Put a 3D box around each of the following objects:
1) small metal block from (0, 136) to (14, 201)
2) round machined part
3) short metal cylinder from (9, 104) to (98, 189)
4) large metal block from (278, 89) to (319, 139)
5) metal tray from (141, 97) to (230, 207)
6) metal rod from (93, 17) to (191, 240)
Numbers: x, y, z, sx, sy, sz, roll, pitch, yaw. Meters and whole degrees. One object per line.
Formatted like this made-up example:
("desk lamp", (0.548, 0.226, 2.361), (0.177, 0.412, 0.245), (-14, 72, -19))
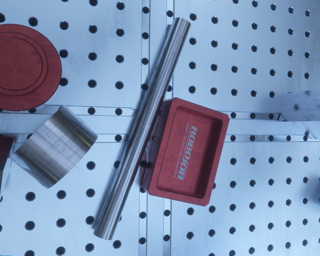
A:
("small metal block", (-0.174, 0.043, 0.324), (0.025, 0.050, 0.050), (12, 124, -19))
("round machined part", (-0.161, -0.067, 0.344), (0.099, 0.042, 0.097), (0, 90, -20))
("short metal cylinder", (-0.115, 0.020, 0.341), (0.050, 0.080, 0.080), (46, 76, -15))
("large metal block", (0.247, -0.018, 0.474), (0.080, 0.080, 0.050), (23, 83, -19))
("metal tray", (0.036, 0.033, 0.422), (0.091, 0.030, 0.129), (17, 84, -19))
("metal rod", (-0.020, -0.005, 0.404), (0.025, 0.025, 0.299), (22, 83, -19))
